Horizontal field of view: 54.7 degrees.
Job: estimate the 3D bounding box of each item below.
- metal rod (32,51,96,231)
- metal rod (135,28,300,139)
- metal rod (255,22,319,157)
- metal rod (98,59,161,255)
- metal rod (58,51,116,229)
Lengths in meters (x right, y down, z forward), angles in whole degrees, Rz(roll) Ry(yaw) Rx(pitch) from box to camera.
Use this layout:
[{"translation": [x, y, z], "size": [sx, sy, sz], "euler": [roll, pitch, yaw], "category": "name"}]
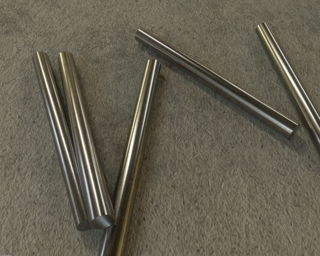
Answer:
[{"translation": [-0.132, -0.006, 0.407], "size": [0.025, 0.025, 0.300], "euler": [-18, 52, -15], "category": "metal rod"}, {"translation": [0.070, -0.079, 0.469], "size": [0.025, 0.025, 0.300], "euler": [-36, 59, -26], "category": "metal rod"}, {"translation": [0.197, -0.063, 0.456], "size": [0.025, 0.025, 0.300], "euler": [-4, 50, -3], "category": "metal rod"}, {"translation": [-0.029, 0.016, 0.389], "size": [0.025, 0.025, 0.300], "euler": [6, 50, 5], "category": "metal rod"}, {"translation": [-0.103, -0.011, 0.396], "size": [0.025, 0.025, 0.300], "euler": [-15, 47, -12], "category": "metal rod"}]
